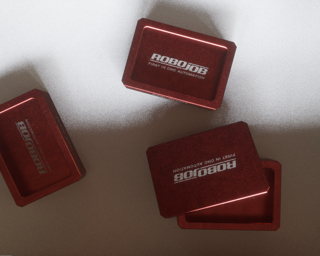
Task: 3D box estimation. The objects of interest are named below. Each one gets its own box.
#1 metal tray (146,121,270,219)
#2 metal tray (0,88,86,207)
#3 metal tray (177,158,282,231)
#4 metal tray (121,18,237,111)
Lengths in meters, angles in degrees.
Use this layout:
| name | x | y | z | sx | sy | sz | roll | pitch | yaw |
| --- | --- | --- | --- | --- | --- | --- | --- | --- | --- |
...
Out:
| name | x | y | z | sx | sy | sz | roll | pitch | yaw |
| --- | --- | --- | --- | --- | --- | --- | --- | --- | --- |
| metal tray | 0.056 | 0.053 | 0.386 | 0.131 | 0.030 | 0.090 | -16 | 71 | 6 |
| metal tray | -0.167 | 0.025 | 0.407 | 0.090 | 0.030 | 0.129 | -25 | 90 | 0 |
| metal tray | 0.089 | 0.085 | 0.409 | 0.131 | 0.030 | 0.089 | 1 | 90 | 0 |
| metal tray | 0.025 | -0.082 | 0.408 | 0.131 | 0.030 | 0.090 | 15 | 90 | 0 |
